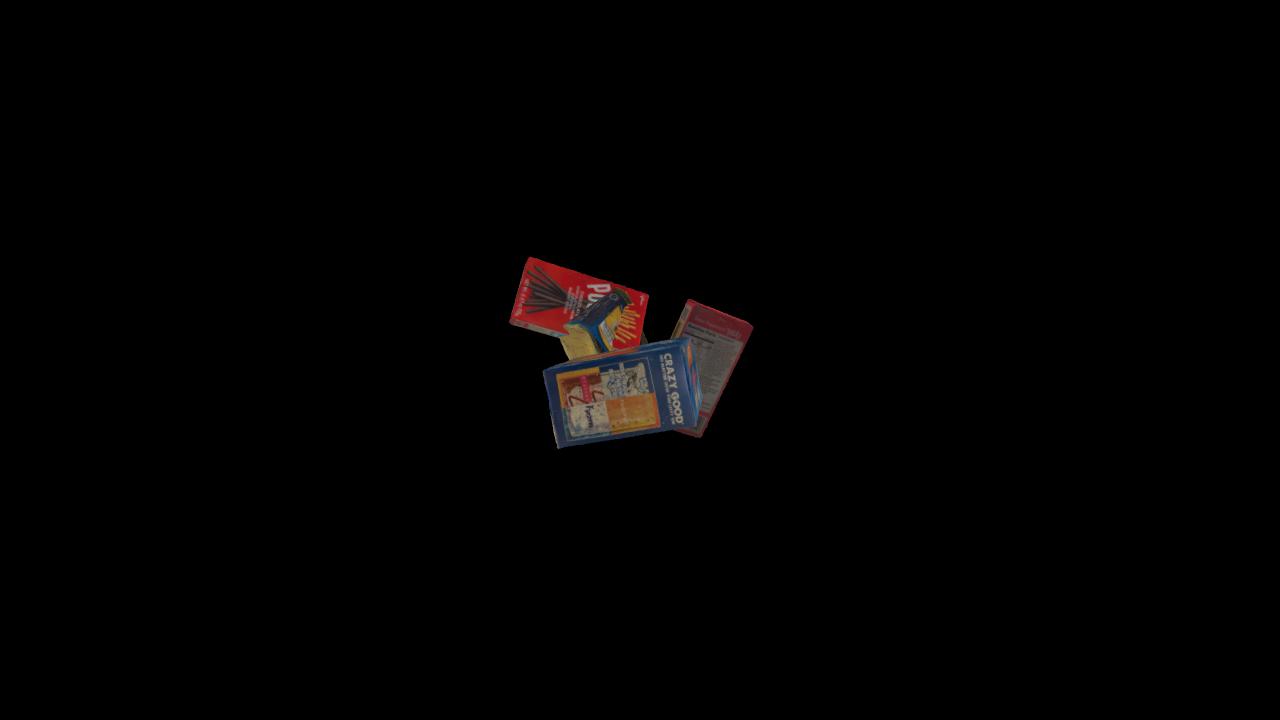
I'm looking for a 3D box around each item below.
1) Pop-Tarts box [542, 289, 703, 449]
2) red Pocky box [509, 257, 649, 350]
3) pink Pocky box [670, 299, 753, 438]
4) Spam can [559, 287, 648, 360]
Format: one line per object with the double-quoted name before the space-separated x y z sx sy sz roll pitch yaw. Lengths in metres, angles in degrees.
"Pop-Tarts box" -0.010 0.028 0.667 0.141 0.083 0.167 -10 4 9
"red Pocky box" -0.069 -0.061 0.730 0.155 0.083 0.028 16 -22 -15
"pink Pocky box" 0.065 0.012 0.739 0.084 0.155 0.029 19 14 -20
"Spam can" -0.044 -0.024 0.743 0.058 0.101 0.085 2 37 36
